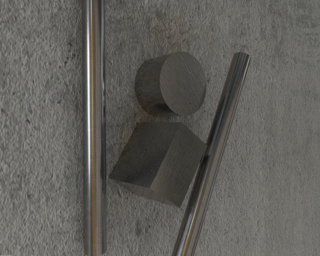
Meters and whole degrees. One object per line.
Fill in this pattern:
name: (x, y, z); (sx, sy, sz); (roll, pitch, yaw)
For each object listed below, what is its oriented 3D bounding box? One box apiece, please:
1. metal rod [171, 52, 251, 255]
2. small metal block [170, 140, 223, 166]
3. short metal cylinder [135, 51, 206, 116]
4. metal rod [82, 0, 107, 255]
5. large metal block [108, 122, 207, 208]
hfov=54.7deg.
metal rod: (0.068, 0.036, 0.398); (0.025, 0.025, 0.299); (31, 71, -36)
small metal block: (0.051, 0.035, 0.433); (0.050, 0.050, 0.025); (16, 80, -39)
short metal cylinder: (0.014, -0.055, 0.402); (0.081, 0.050, 0.079); (0, 90, -40)
metal rod: (-0.073, -0.011, 0.344); (0.025, 0.025, 0.298); (-1, 91, -40)
large metal block: (-0.003, 0.040, 0.368); (0.050, 0.080, 0.080); (41, 65, -33)
